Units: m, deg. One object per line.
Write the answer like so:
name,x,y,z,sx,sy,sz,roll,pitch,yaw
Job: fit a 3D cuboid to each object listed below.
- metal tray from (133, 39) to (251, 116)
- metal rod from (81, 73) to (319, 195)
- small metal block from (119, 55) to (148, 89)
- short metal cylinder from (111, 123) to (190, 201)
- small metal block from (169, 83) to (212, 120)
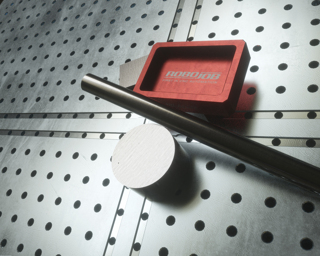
metal tray,0.038,-0.066,0.392,0.130,0.030,0.090,8,65,31
metal rod,0.031,-0.003,0.352,0.301,0.025,0.025,24,74,23
small metal block,-0.034,-0.078,0.472,0.050,0.025,0.050,-16,55,18
short metal cylinder,-0.010,0.041,0.371,0.080,0.050,0.080,-13,56,20
small metal block,0.042,-0.039,0.409,0.050,0.025,0.050,6,64,30
